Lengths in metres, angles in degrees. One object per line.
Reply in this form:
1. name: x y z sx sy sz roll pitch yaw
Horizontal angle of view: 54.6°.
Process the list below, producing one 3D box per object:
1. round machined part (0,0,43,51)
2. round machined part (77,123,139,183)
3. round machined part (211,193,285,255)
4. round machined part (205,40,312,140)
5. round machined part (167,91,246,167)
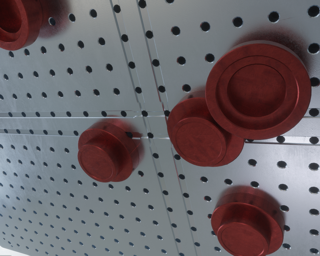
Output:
1. round machined part: -0.196 -0.156 0.408 0.098 0.042 0.097 13 124 21
2. round machined part: -0.085 0.044 0.473 0.098 0.042 0.097 13 124 21
3. round machined part: 0.117 0.141 0.426 0.098 0.042 0.097 13 124 21
4. round machined part: 0.099 -0.040 0.317 0.098 0.042 0.097 8 116 17
5. round machined part: 0.053 0.008 0.378 0.098 0.042 0.097 13 124 21
